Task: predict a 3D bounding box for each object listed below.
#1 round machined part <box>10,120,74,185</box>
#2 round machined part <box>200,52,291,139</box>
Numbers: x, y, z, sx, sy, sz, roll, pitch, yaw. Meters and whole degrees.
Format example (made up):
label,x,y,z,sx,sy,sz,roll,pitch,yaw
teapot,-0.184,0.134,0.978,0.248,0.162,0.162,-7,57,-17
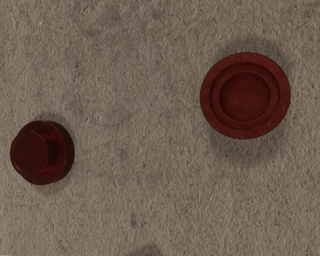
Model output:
label,x,y,z,sx,sy,sz,roll,pitch,yaw
round machined part,-0.182,0.037,0.462,0.098,0.042,0.097,0,90,19
round machined part,0.100,-0.036,0.365,0.098,0.042,0.097,0,90,19
